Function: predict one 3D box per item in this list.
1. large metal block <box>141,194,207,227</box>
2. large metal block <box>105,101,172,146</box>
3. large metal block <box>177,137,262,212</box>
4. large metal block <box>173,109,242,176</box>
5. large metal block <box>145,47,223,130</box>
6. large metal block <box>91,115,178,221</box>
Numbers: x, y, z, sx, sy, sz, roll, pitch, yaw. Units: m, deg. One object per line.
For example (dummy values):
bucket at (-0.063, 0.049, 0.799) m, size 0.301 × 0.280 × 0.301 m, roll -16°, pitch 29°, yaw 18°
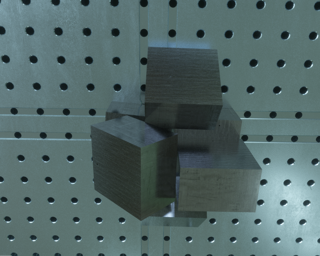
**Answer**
large metal block at (0.016, 0.100, 0.415) m, size 0.080 × 0.050 × 0.080 m, roll 2°, pitch 155°, yaw -1°
large metal block at (-0.029, 0.014, 0.405) m, size 0.080 × 0.050 × 0.079 m, roll 6°, pitch 110°, yaw -3°
large metal block at (0.059, 0.049, 0.349) m, size 0.080 × 0.080 × 0.050 m, roll 1°, pitch 110°, yaw -1°
large metal block at (0.056, 0.018, 0.407) m, size 0.080 × 0.050 × 0.079 m, roll 3°, pitch 110°, yaw -1°
large metal block at (0.025, -0.046, 0.360) m, size 0.080 × 0.080 × 0.050 m, roll 2°, pitch 148°, yaw -1°
large metal block at (-0.029, 0.039, 0.336) m, size 0.080 × 0.050 × 0.079 m, roll 20°, pitch 118°, yaw 41°
